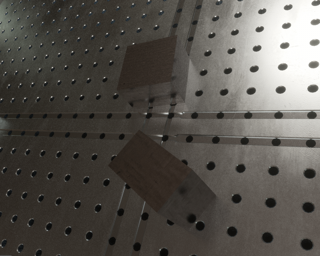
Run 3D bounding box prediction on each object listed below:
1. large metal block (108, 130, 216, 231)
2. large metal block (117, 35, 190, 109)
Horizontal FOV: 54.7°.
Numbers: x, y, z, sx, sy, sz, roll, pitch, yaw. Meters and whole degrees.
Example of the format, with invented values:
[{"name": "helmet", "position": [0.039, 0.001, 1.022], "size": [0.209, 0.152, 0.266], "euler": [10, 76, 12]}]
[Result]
[{"name": "large metal block", "position": [0.004, 0.057, 0.335], "size": [0.080, 0.080, 0.050], "euler": [35, 81, 38]}, {"name": "large metal block", "position": [-0.007, -0.078, 0.442], "size": [0.080, 0.050, 0.080], "euler": [-5, 59, 25]}]
